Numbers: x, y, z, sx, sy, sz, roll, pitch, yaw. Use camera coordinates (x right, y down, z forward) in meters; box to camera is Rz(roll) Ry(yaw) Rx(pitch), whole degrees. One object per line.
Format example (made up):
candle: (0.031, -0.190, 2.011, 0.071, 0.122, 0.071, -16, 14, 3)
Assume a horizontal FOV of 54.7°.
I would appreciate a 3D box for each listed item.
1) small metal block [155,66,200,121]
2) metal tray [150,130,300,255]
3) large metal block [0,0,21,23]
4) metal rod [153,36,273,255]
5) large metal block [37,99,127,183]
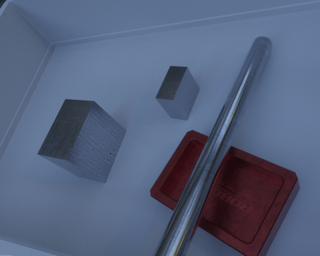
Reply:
small metal block: (0.025, -0.045, 0.403, 0.025, 0.050, 0.050, 11, 67, 32)
metal tray: (0.064, 0.065, 0.328, 0.130, 0.030, 0.090, 24, 74, 36)
large metal block: (-0.411, -0.327, 0.784, 0.050, 0.080, 0.080, -6, 59, 25)
metal rod: (0.068, 0.004, 0.328, 0.025, 0.025, 0.301, 10, 54, 32)
large metal block: (-0.098, 0.018, 0.409, 0.050, 0.080, 0.080, 6, 65, 31)
